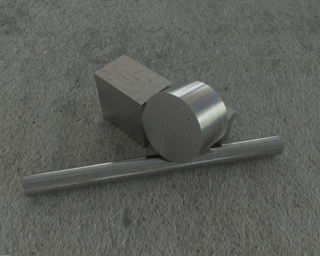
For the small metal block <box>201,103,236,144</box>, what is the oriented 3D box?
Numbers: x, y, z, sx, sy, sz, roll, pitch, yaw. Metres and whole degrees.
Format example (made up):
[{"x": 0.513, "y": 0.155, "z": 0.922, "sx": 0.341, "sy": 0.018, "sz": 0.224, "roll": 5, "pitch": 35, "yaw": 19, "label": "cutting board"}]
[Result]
[{"x": 0.063, "y": -0.008, "z": 0.395, "sx": 0.050, "sy": 0.050, "sz": 0.025, "roll": 31, "pitch": 57, "yaw": 23, "label": "small metal block"}]

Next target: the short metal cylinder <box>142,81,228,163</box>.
[{"x": 0.027, "y": -0.008, "z": 0.345, "sx": 0.080, "sy": 0.079, "sz": 0.050, "roll": 35, "pitch": 41, "yaw": 25, "label": "short metal cylinder"}]

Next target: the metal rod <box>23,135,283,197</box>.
[{"x": -0.001, "y": 0.043, "z": 0.366, "sx": 0.302, "sy": 0.025, "sz": 0.025, "roll": -8, "pitch": 51, "yaw": -7, "label": "metal rod"}]

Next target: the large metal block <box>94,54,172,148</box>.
[{"x": -0.033, "y": -0.034, "z": 0.396, "sx": 0.080, "sy": 0.080, "sz": 0.050, "roll": 35, "pitch": 58, "yaw": 26, "label": "large metal block"}]
